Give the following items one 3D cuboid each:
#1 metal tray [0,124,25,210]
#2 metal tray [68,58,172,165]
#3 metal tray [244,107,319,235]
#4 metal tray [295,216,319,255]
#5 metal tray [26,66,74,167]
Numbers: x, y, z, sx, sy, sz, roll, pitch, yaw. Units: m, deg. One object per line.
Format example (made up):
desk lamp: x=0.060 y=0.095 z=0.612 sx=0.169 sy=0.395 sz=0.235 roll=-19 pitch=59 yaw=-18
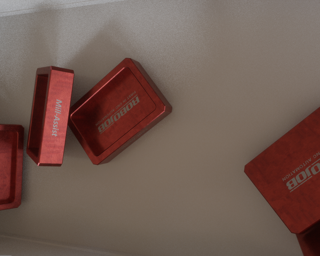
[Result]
metal tray: x=-0.257 y=0.058 z=0.462 sx=0.030 sy=0.091 sz=0.129 roll=4 pitch=92 yaw=45
metal tray: x=-0.060 y=-0.021 z=0.427 sx=0.130 sy=0.030 sz=0.090 roll=-38 pitch=78 yaw=15
metal tray: x=0.170 y=0.040 z=0.332 sx=0.130 sy=0.030 sz=0.090 roll=-42 pitch=57 yaw=14
metal tray: x=0.184 y=0.116 z=0.286 sx=0.090 sy=0.130 sz=0.030 roll=-40 pitch=95 yaw=19
metal tray: x=-0.157 y=-0.019 z=0.435 sx=0.090 sy=0.030 sz=0.129 roll=13 pitch=95 yaw=56
